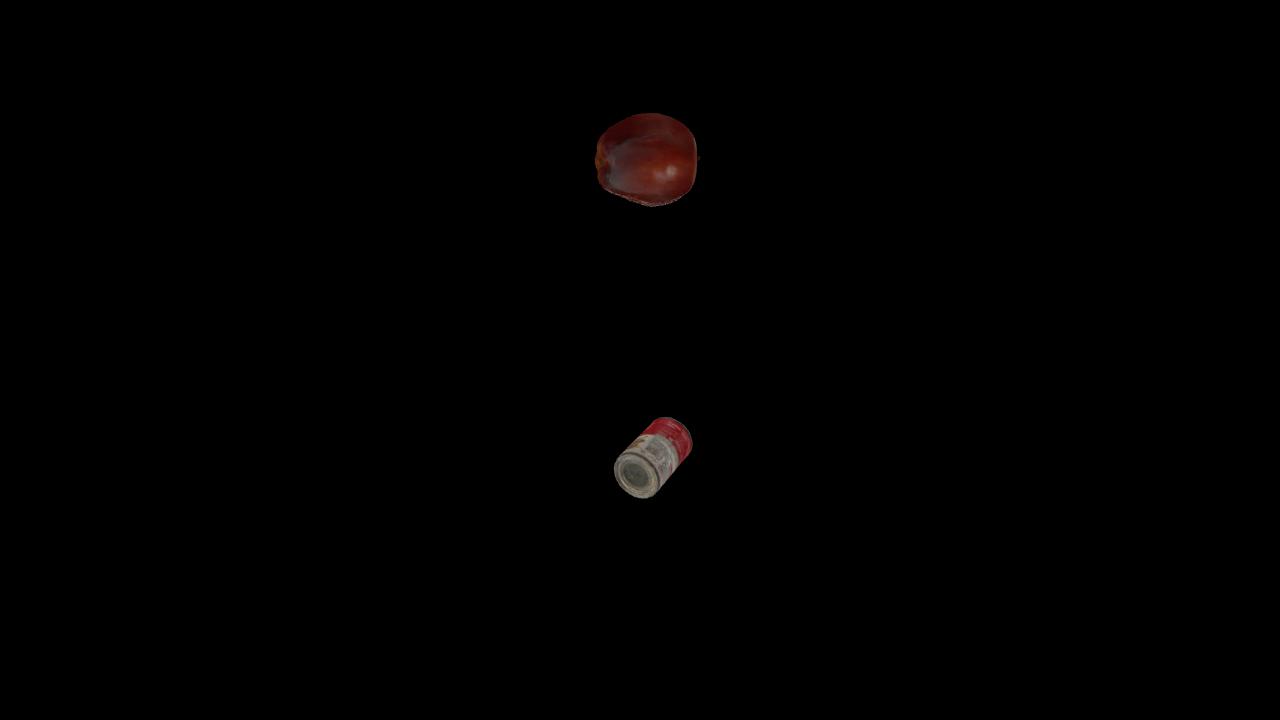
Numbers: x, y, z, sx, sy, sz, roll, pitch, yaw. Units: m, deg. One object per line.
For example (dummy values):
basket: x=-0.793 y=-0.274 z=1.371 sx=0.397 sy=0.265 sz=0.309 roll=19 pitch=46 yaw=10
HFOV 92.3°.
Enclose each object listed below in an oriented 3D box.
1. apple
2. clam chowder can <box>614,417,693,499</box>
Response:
apple: x=0.008 y=-0.176 z=0.541 sx=0.093 sy=0.079 sz=0.079 roll=-4 pitch=1 yaw=-15
clam chowder can: x=0.018 y=0.128 z=0.811 sx=0.068 sy=0.068 sz=0.102 roll=0 pitch=22 yaw=30
